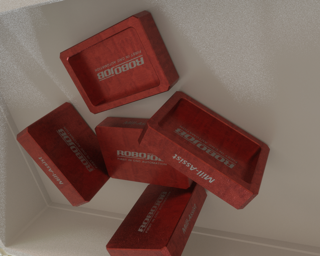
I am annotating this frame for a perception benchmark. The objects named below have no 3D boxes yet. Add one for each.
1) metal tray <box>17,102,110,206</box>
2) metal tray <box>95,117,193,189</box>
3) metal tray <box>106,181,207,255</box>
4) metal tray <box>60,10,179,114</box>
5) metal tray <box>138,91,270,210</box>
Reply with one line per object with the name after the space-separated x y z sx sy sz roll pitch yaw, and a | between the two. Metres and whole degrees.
-0.129 0.036 0.452 0.030 0.090 0.130 -27 104 36 | metal tray
-0.020 0.033 0.431 0.130 0.030 0.089 3 120 26 | metal tray
0.000 0.121 0.410 0.090 0.131 0.030 -13 112 32 | metal tray
-0.052 -0.075 0.383 0.130 0.030 0.090 -14 112 33 | metal tray
0.053 0.019 0.347 0.130 0.090 0.030 33 129 6 | metal tray
